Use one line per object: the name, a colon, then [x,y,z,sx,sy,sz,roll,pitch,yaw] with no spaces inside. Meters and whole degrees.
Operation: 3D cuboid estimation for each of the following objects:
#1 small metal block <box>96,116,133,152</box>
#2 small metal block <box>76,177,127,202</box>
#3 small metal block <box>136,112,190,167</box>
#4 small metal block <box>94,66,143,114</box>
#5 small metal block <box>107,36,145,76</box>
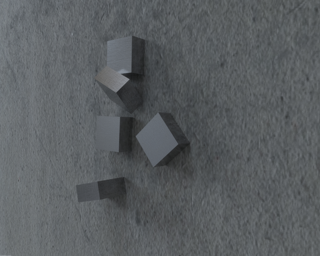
small metal block: [-0.068,0.008,0.459,0.050,0.025,0.050,4,93,39]
small metal block: [-0.087,0.091,0.458,0.050,0.050,0.025,-16,80,38]
small metal block: [0.003,0.015,0.401,0.050,0.025,0.050,-46,63,30]
small metal block: [-0.057,-0.053,0.430,0.050,0.050,0.025,34,76,34]
small metal block: [-0.049,-0.101,0.444,0.050,0.025,0.050,2,91,39]
